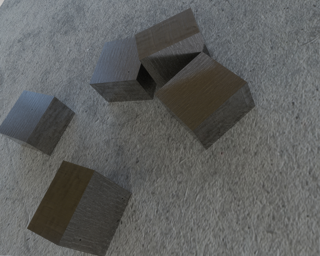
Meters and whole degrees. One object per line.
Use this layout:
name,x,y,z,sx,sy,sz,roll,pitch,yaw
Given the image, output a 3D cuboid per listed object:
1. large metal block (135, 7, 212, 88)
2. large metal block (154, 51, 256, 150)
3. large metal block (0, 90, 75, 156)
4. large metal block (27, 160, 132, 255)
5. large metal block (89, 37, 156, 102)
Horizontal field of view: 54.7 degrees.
large metal block,0.023,-0.099,0.417,0.080,0.080,0.050,-22,54,15
large metal block,0.054,-0.034,0.380,0.080,0.050,0.080,-42,51,-1
large metal block,-0.198,-0.009,0.498,0.080,0.050,0.080,13,68,33
large metal block,-0.088,0.094,0.357,0.050,0.080,0.080,11,67,33
large metal block,-0.048,-0.087,0.467,0.080,0.050,0.080,-1,61,28
